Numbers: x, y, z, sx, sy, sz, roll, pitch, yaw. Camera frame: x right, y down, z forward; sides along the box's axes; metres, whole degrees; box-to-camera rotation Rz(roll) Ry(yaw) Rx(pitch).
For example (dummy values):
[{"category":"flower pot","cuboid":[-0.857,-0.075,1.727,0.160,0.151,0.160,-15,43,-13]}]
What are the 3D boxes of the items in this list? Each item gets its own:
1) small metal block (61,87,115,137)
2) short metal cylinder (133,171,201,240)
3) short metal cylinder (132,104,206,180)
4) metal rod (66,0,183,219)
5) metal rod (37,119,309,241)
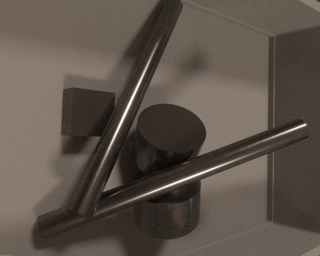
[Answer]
[{"category":"small metal block","cuboid":[-0.079,-0.016,0.342,0.050,0.025,0.050,3,88,-40]},{"category":"short metal cylinder","cuboid":[0.008,0.085,0.372,0.081,0.080,0.050,-24,124,-38]},{"category":"short metal cylinder","cuboid":[0.009,0.016,0.372,0.081,0.080,0.050,-28,148,-37]},{"category":"metal rod","cuboid":[-0.029,-0.044,0.358,0.025,0.025,0.300,40,58,-33]},{"category":"metal rod","cuboid":[0.022,0.051,0.334,0.302,0.025,0.025,-20,105,-8]}]
